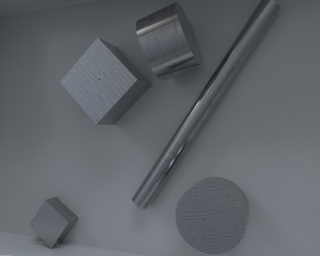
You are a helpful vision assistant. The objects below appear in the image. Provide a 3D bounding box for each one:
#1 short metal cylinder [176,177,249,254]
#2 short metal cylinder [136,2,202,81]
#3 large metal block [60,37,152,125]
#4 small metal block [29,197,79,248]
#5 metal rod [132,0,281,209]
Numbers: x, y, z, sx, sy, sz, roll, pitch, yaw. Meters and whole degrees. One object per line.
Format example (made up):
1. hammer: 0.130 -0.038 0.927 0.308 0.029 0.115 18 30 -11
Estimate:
1. short metal cylinder: 0.065 0.103 0.374 0.080 0.050 0.079 0 90 19
2. short metal cylinder: 0.013 -0.104 0.376 0.050 0.080 0.080 -19 84 19
3. large metal block: -0.073 -0.061 0.422 0.080 0.050 0.080 -45 76 14
4. small metal block: -0.159 0.141 0.465 0.050 0.025 0.050 37 101 16
5. metal rod: 0.052 -0.022 0.391 0.025 0.025 0.299 36 101 16
